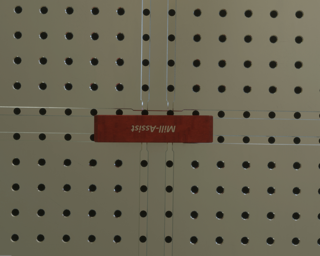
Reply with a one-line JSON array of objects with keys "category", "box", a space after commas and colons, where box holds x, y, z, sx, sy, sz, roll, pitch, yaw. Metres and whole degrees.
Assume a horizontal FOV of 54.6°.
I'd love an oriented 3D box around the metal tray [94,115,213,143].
[{"category": "metal tray", "box": [-0.007, 0.001, 0.380, 0.131, 0.090, 0.030, 0, 90, 0]}]
